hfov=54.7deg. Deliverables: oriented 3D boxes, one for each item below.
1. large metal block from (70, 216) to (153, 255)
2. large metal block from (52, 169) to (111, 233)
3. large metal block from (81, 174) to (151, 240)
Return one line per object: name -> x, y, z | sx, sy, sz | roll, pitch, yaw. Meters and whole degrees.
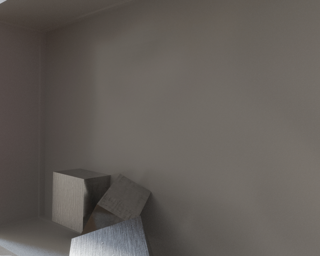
large metal block -> -0.047, 0.146, 0.321 | 0.080, 0.081, 0.050 | -122, 16, -70
large metal block -> -0.126, 0.112, 0.491 | 0.080, 0.050, 0.079 | 3, 92, 39
large metal block -> -0.061, 0.121, 0.410 | 0.050, 0.080, 0.080 | 30, 112, 2
